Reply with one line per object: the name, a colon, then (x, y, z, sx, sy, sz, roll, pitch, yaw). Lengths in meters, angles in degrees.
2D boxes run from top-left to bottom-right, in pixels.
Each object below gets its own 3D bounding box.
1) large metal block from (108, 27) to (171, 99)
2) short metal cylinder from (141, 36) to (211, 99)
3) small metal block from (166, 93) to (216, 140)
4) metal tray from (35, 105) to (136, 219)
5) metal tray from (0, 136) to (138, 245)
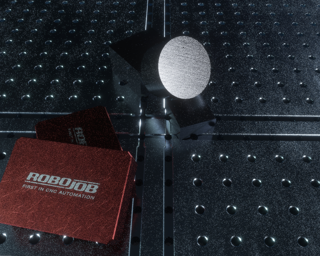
large metal block: (-0.020, -0.102, 0.477, 0.081, 0.050, 0.080, -31, 57, -24)
short metal cylinder: (0.021, -0.079, 0.419, 0.081, 0.080, 0.050, -31, 19, -24)
small metal block: (0.041, -0.016, 0.422, 0.050, 0.025, 0.050, -15, 52, -13)
metal tray: (-0.092, 0.036, 0.373, 0.091, 0.030, 0.130, -17, 52, -14)
metal tray: (-0.097, 0.063, 0.322, 0.131, 0.030, 0.090, 7, 69, 10)
